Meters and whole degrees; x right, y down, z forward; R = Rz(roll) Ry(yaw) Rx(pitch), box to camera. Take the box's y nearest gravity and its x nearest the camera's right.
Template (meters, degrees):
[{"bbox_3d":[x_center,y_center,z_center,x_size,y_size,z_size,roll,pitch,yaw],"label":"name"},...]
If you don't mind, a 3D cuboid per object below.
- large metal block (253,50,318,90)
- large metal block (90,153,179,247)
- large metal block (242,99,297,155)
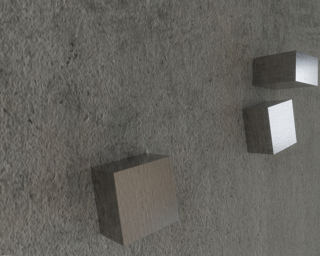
[{"bbox_3d":[0.225,-0.101,0.557,0.081,0.080,0.050,1,90,-40],"label":"large metal block"},{"bbox_3d":[-0.028,0.079,0.365,0.081,0.050,0.079,-12,98,-39],"label":"large metal block"},{"bbox_3d":[0.196,-0.004,0.553,0.081,0.050,0.079,-17,101,-39],"label":"large metal block"}]
